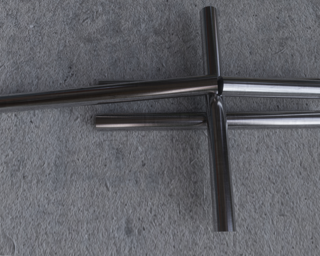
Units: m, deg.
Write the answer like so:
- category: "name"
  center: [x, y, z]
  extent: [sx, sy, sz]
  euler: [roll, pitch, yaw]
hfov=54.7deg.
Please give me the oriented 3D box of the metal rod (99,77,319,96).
- category: "metal rod"
  center: [0.068, -0.056, 0.430]
  extent: [0.302, 0.025, 0.025]
  euler: [-1, 70, -1]

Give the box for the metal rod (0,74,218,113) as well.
- category: "metal rod"
  center: [-0.080, -0.042, 0.397]
  extent: [0.302, 0.025, 0.025]
  euler: [-4, 70, 8]

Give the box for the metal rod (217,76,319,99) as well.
- category: "metal rod"
  center: [0.221, -0.049, 0.404]
  extent: [0.302, 0.025, 0.025]
  euler: [1, 70, -11]

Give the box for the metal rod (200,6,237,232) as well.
- category: "metal rod"
  center: [0.071, -0.026, 0.393]
  extent: [0.025, 0.025, 0.299]
  euler: [0, 70, -1]

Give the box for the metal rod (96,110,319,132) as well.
- category: "metal rod"
  center: [0.068, -0.010, 0.413]
  extent: [0.302, 0.025, 0.025]
  euler: [-1, 70, -1]
